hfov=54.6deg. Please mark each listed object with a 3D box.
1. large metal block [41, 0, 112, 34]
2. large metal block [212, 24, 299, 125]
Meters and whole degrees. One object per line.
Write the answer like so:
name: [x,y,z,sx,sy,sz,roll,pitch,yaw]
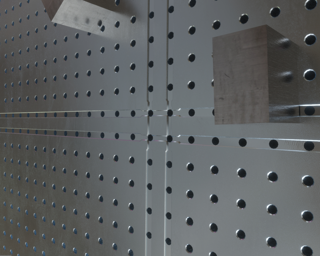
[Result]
large metal block: [-0.136,-0.203,0.487,0.050,0.081,0.080,-43,64,32]
large metal block: [0.094,-0.044,0.297,0.050,0.081,0.080,-2,89,40]
